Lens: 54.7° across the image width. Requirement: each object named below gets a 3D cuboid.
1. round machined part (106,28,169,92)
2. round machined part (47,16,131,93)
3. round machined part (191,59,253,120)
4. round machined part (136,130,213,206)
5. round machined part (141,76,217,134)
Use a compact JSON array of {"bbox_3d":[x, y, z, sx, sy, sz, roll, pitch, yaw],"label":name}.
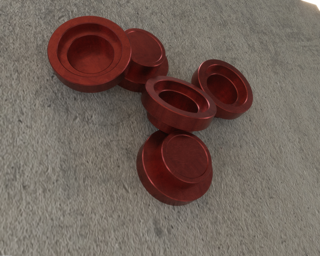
[{"bbox_3d":[-0.031,-0.102,0.441,0.099,0.042,0.098,14,56,-21],"label":"round machined part"},{"bbox_3d":[-0.086,-0.088,0.389,0.099,0.042,0.098,2,70,-6],"label":"round machined part"},{"bbox_3d":[0.091,-0.055,0.479,0.099,0.042,0.098,14,56,-21],"label":"round machined part"},{"bbox_3d":[0.024,0.042,0.382,0.099,0.042,0.098,14,56,-21],"label":"round machined part"},{"bbox_3d":[0.021,-0.026,0.409,0.099,0.042,0.098,16,33,-11],"label":"round machined part"}]
